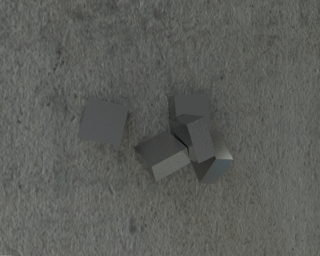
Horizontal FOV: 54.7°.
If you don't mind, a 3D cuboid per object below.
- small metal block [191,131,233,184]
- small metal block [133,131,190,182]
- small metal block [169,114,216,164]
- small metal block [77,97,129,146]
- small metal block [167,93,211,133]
[{"bbox_3d":[0.065,0.038,0.410,0.025,0.050,0.050,5,132,-23],"label":"small metal block"},{"bbox_3d":[0.002,0.034,0.394,0.050,0.050,0.025,-27,126,-18],"label":"small metal block"},{"bbox_3d":[0.040,0.012,0.386,0.025,0.050,0.050,-23,104,-18],"label":"small metal block"},{"bbox_3d":[-0.071,-0.007,0.383,0.050,0.025,0.050,13,86,-20],"label":"small metal block"},{"bbox_3d":[0.040,-0.020,0.425,0.050,0.025,0.050,-6,92,-20],"label":"small metal block"}]
